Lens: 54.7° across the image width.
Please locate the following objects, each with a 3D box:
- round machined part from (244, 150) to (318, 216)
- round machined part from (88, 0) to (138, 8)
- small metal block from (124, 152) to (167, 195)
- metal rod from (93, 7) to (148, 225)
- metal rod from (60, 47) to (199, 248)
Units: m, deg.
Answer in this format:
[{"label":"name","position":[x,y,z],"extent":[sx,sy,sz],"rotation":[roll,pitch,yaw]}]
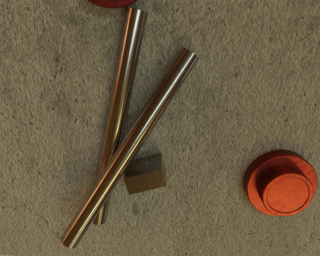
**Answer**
[{"label":"round machined part","position":[0.171,0.083,0.433],"extent":[0.099,0.042,0.097],"rotation":[0,110,0]},{"label":"round machined part","position":[-0.054,-0.181,0.333],"extent":[0.099,0.042,0.097],"rotation":[0,110,0]},{"label":"small metal block","position":[-0.019,0.061,0.419],"extent":[0.050,0.050,0.025],"rotation":[-14,110,5]},{"label":"metal rod","position":[-0.059,-0.001,0.408],"extent":[0.025,0.025,0.298],"rotation":[12,110,-5]},{"label":"metal rod","position":[-0.043,0.032,0.400],"extent":[0.025,0.025,0.299],"rotation":[31,99,-11]}]
